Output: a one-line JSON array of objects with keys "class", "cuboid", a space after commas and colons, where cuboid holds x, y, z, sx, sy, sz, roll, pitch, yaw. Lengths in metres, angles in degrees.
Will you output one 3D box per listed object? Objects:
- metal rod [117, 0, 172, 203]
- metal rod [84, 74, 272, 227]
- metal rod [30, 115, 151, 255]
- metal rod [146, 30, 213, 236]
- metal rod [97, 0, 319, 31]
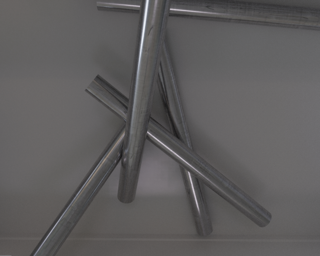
[{"class": "metal rod", "cuboid": [-0.023, -0.014, 0.337, 0.025, 0.025, 0.298, 9, 131, -4]}, {"class": "metal rod", "cuboid": [0.034, 0.038, 0.397, 0.301, 0.025, 0.025, 39, 106, -15]}, {"class": "metal rod", "cuboid": [-0.105, 0.099, 0.381, 0.025, 0.025, 0.300, 36, 81, -12]}, {"class": "metal rod", "cuboid": [0.030, 0.019, 0.418, 0.025, 0.025, 0.298, -14, 110, 5]}, {"class": "metal rod", "cuboid": [0.080, -0.136, 0.361, 0.302, 0.025, 0.025, 4, 110, -2]}]
